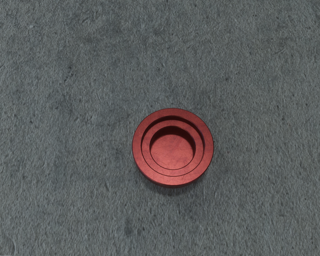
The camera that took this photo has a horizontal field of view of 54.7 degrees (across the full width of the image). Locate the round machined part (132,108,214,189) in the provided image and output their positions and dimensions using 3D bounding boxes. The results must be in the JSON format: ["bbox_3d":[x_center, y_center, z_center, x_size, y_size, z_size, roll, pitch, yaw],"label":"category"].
[{"bbox_3d":[0.015,0.027,0.390,0.099,0.042,0.098,0,70,-1],"label":"round machined part"}]
